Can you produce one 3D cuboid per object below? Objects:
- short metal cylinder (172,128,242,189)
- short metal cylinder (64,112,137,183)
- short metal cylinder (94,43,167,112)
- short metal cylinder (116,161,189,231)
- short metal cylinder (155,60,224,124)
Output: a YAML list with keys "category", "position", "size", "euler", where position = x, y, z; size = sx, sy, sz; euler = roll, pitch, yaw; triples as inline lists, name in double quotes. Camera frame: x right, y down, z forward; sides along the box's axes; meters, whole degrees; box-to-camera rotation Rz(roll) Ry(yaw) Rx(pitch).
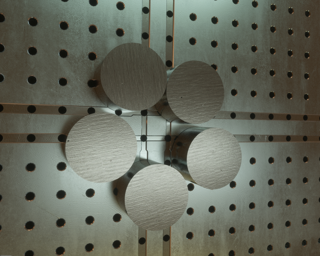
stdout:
- category: "short metal cylinder"
  position: [0.062, 0.039, 0.421]
  size: [0.081, 0.050, 0.079]
  euler: [-1, 92, -20]
- category: "short metal cylinder"
  position: [-0.073, 0.022, 0.372]
  size: [0.081, 0.050, 0.079]
  euler: [0, 91, -20]
- category: "short metal cylinder"
  position: [-0.038, -0.060, 0.385]
  size: [0.081, 0.050, 0.079]
  euler: [0, 90, -20]
- category: "short metal cylinder"
  position: [-0.011, 0.083, 0.394]
  size: [0.081, 0.050, 0.080]
  euler: [0, 90, -19]
- category: "short metal cylinder"
  position: [0.037, -0.045, 0.412]
  size: [0.081, 0.050, 0.079]
  euler: [0, 90, -20]
